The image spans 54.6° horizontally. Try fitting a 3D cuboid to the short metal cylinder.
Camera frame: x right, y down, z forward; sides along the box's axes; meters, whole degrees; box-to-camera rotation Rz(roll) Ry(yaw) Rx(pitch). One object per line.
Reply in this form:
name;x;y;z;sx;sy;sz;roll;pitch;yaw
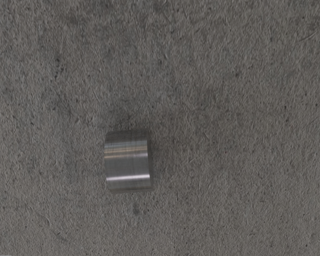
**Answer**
short metal cylinder;-0.037;0.042;0.396;0.050;0.080;0.080;-5;110;2
